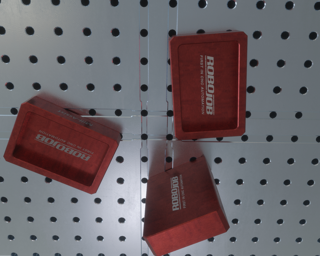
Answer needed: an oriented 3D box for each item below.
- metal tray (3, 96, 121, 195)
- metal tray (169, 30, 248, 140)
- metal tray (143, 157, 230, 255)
[{"bbox_3d":[-0.130,0.025,0.418,0.131,0.030,0.090,24,108,-9],"label":"metal tray"},{"bbox_3d":[0.060,-0.052,0.391,0.090,0.030,0.129,-4,110,1],"label":"metal tray"},{"bbox_3d":[0.028,0.092,0.391,0.090,0.130,0.030,-23,109,8],"label":"metal tray"}]
